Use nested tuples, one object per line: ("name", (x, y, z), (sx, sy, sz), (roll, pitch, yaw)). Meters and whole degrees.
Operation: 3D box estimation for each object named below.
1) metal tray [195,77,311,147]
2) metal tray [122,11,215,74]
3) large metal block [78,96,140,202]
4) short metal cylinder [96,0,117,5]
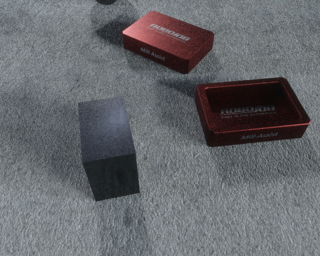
("metal tray", (0.120, -0.024, 0.420), (0.131, 0.030, 0.090), (-5, 50, -5))
("metal tray", (0.014, -0.148, 0.525), (0.130, 0.030, 0.090), (28, 55, 21))
("large metal block", (-0.056, 0.024, 0.347), (0.050, 0.080, 0.080), (-10, 51, -8))
("short metal cylinder", (-0.104, -0.294, 0.614), (0.080, 0.080, 0.050), (21, 53, 16))
